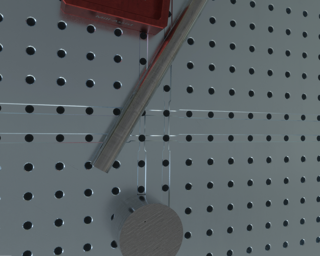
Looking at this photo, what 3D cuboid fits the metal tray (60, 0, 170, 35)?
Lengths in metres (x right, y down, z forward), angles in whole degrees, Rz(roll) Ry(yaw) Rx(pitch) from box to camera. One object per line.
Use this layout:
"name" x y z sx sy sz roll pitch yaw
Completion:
"metal tray" -0.052 -0.179 0.391 0.131 0.030 0.089 8 88 -20

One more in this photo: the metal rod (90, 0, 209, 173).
"metal rod" -0.003 -0.078 0.412 0.025 0.025 0.300 33 79 -18

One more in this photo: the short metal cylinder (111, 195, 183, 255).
"short metal cylinder" -0.018 0.130 0.394 0.081 0.050 0.079 0 90 -21
